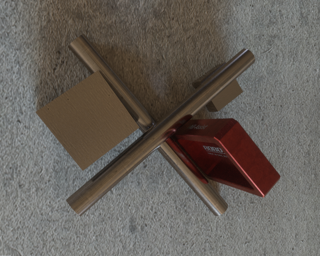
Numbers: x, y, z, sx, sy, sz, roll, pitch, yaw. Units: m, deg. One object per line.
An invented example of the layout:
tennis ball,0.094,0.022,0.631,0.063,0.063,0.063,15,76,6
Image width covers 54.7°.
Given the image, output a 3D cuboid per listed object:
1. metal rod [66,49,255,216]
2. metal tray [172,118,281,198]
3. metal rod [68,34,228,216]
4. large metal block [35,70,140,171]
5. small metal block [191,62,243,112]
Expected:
metal rod,0.012,-0.005,0.389,0.301,0.025,0.025,-41,103,-16
metal tray,0.073,0.032,0.382,0.030,0.130,0.090,-44,104,-14
metal rod,-0.007,0.006,0.409,0.025,0.025,0.300,-44,104,-15
large metal block,-0.085,-0.009,0.365,0.080,0.050,0.080,-39,103,-16
small metal block,0.082,-0.058,0.442,0.050,0.025,0.050,-37,102,-16
